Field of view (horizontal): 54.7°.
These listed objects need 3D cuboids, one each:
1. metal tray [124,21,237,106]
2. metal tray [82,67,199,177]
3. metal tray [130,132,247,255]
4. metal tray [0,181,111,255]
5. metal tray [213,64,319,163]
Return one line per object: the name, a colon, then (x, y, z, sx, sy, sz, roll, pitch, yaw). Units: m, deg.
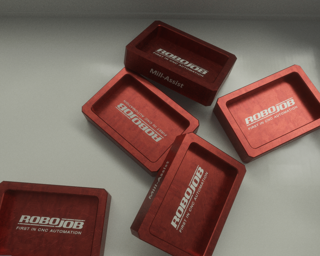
metal tray: (0.029, -0.092, 0.423, 0.130, 0.030, 0.090, 28, 50, 9)
metal tray: (-0.026, -0.011, 0.410, 0.130, 0.030, 0.090, 40, 74, 13)
metal tray: (0.036, 0.081, 0.359, 0.090, 0.030, 0.130, 32, 72, -14)
metal tray: (-0.129, 0.114, 0.364, 0.131, 0.030, 0.090, 4, 70, 1)
metal tray: (0.150, -0.020, 0.415, 0.131, 0.030, 0.090, -24, 72, -9)
